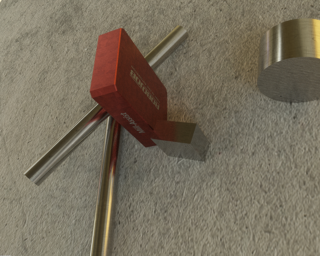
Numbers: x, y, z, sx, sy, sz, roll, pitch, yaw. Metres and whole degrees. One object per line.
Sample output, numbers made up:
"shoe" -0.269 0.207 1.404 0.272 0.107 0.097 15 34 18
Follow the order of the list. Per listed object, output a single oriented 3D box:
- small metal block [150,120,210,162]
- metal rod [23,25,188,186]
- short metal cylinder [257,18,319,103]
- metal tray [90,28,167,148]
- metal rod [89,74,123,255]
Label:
"small metal block" 0.025 0.015 0.364 0.050 0.050 0.025 6 65 30
"metal rod" -0.063 -0.042 0.429 0.025 0.025 0.301 28 67 37
"short metal cylinder" 0.148 -0.070 0.334 0.080 0.080 0.050 -3 61 26
"metal tray" -0.030 -0.044 0.378 0.030 0.130 0.090 -13 57 21
"metal rod" -0.065 0.053 0.403 0.025 0.025 0.299 -12 57 21
